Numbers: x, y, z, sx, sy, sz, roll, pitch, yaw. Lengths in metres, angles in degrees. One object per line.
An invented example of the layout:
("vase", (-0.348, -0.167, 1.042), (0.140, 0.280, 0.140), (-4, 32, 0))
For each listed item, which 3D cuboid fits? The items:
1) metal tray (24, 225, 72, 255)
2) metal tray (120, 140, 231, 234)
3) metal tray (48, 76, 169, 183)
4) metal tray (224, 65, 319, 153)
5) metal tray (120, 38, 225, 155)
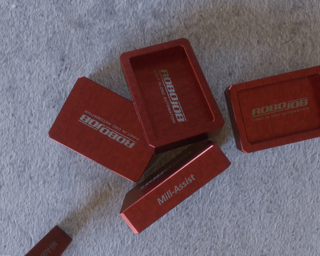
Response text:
("metal tray", (-0.159, 0.173, 0.356), (0.030, 0.130, 0.090), (43, 90, 0))
("metal tray", (0.016, 0.064, 0.377), (0.130, 0.090, 0.030), (-36, 93, 0))
("metal tray", (-0.065, 0.002, 0.407), (0.130, 0.030, 0.090), (28, 90, -1))
("metal tray", (0.160, -0.025, 0.409), (0.131, 0.030, 0.089), (-13, 90, -1))
("metal tray", (0.012, -0.042, 0.380), (0.091, 0.030, 0.130), (-16, 70, -8))
